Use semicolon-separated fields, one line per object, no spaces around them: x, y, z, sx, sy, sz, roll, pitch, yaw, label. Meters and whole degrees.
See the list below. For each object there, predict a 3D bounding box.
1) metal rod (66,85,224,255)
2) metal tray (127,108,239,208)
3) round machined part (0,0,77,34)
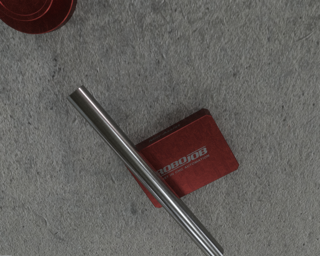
-0.009;0.069;0.402;0.025;0.025;0.300;-35;107;12;metal rod
0.029;0.043;0.423;0.130;0.030;0.090;-29;108;9;metal tray
-0.145;-0.154;0.342;0.099;0.042;0.097;0;110;-1;round machined part
